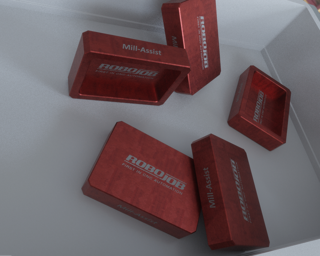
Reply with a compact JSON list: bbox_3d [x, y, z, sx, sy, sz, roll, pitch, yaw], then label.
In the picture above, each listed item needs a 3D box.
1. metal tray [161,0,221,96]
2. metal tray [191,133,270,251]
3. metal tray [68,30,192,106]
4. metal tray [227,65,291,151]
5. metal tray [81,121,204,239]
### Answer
[{"bbox_3d":[0.050,-0.125,0.454,0.030,0.129,0.091,14,38,37],"label":"metal tray"},{"bbox_3d":[0.086,0.080,0.381,0.090,0.030,0.130,23,50,-43],"label":"metal tray"},{"bbox_3d":[-0.039,-0.068,0.385,0.131,0.090,0.030,3,61,-27],"label":"metal tray"},{"bbox_3d":[0.170,-0.036,0.518,0.090,0.030,0.130,31,51,-9],"label":"metal tray"},{"bbox_3d":[-0.012,0.060,0.361,0.131,0.030,0.090,29,52,-11],"label":"metal tray"}]
